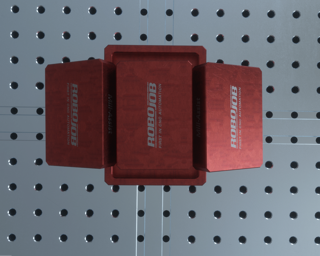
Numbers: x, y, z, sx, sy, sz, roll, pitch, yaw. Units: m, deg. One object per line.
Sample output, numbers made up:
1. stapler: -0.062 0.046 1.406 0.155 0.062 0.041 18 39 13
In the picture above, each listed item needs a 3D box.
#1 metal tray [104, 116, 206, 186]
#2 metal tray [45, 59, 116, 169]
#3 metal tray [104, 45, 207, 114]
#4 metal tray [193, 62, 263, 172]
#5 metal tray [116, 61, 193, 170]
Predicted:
1. metal tray: -0.006 0.029 0.411 0.131 0.030 0.089 0 90 -1
2. metal tray: -0.101 -0.017 0.392 0.090 0.030 0.129 0 90 25
3. metal tray: -0.006 -0.061 0.410 0.131 0.030 0.089 0 90 -1
4. metal tray: 0.086 -0.013 0.393 0.091 0.030 0.129 -1 90 -28
5. metal tray: -0.006 -0.015 0.380 0.091 0.030 0.129 0 90 -1
